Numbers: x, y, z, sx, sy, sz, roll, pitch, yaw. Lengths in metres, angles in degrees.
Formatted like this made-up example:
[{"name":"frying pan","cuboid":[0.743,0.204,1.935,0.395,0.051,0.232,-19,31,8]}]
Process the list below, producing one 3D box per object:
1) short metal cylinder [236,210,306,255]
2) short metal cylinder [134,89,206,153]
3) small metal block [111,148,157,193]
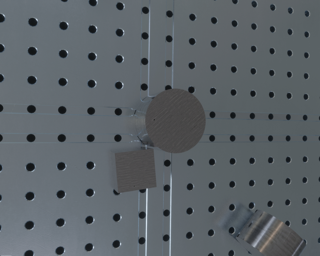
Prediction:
[{"name":"short metal cylinder","cuboid":[0.157,0.163,0.442,0.080,0.080,0.050,46,76,-15]},{"name":"short metal cylinder","cuboid":[0.012,-0.009,0.404,0.081,0.050,0.079,0,90,-20]},{"name":"small metal block","cuboid":[-0.034,0.053,0.400,0.050,0.025,0.050,-5,92,-20]}]
